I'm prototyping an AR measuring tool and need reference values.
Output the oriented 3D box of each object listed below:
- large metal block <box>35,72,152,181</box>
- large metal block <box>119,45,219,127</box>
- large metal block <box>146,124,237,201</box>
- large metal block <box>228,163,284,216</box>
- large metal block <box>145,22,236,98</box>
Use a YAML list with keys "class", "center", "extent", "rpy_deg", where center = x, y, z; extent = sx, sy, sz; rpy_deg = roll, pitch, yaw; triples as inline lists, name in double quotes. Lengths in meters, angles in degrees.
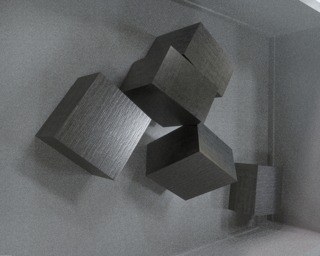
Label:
- class: "large metal block"
  center: [-0.069, -0.001, 0.334]
  extent: [0.080, 0.050, 0.080]
  rpy_deg: [44, 64, -32]
- class: "large metal block"
  center: [0.008, -0.045, 0.374]
  extent: [0.080, 0.080, 0.050]
  rpy_deg: [35, 68, -28]
- class: "large metal block"
  center: [0.040, 0.044, 0.397]
  extent: [0.080, 0.080, 0.050]
  rpy_deg: [38, 37, -34]
- class: "large metal block"
  center: [0.166, 0.103, 0.533]
  extent: [0.081, 0.050, 0.080]
  rpy_deg: [10, 84, -40]
- class: "large metal block"
  center: [0.037, -0.081, 0.404]
  extent: [0.080, 0.080, 0.050]
  rpy_deg: [40, 65, -33]
